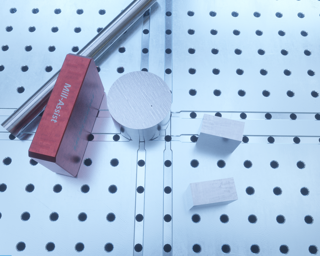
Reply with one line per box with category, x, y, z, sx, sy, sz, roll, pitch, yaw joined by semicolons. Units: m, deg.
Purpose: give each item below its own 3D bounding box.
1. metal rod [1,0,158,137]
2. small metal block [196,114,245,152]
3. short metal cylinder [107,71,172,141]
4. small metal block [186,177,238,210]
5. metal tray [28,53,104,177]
metal rod;-0.105;-0.105;0.448;0.025;0.025;0.301;38;74;12
small metal block;0.076;0.008;0.397;0.050;0.050;0.025;12;71;4
short metal cylinder;-0.026;-0.028;0.408;0.081;0.050;0.080;0;70;0
small metal block;0.060;0.079;0.370;0.050;0.050;0.025;-7;71;-3
metal tray;-0.108;-0.013;0.380;0.030;0.090;0.130;13;70;4
